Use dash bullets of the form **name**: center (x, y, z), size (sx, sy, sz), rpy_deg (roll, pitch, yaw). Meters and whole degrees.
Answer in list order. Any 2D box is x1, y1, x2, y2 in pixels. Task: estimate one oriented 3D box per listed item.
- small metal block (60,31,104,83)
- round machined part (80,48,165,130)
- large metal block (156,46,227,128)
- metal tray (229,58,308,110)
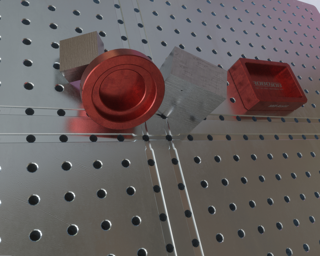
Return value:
- **small metal block**: center (-0.099, -0.091, 0.395), size (0.050, 0.025, 0.050), rpy_deg (-13, 63, 6)
- **round machined part**: center (-0.047, -0.050, 0.376), size (0.099, 0.097, 0.042), rpy_deg (6, 30, -26)
- **large metal block**: center (0.035, -0.053, 0.426), size (0.080, 0.080, 0.050), rpy_deg (21, 54, -16)
- **metal tray**: center (0.197, -0.078, 0.561), size (0.131, 0.030, 0.090), rpy_deg (-2, 63, -29)
